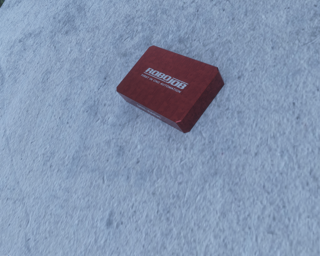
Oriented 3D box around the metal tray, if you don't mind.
[{"bbox_3d":[0.011,-0.059,0.432,0.130,0.030,0.090,30,78,37],"label":"metal tray"}]
